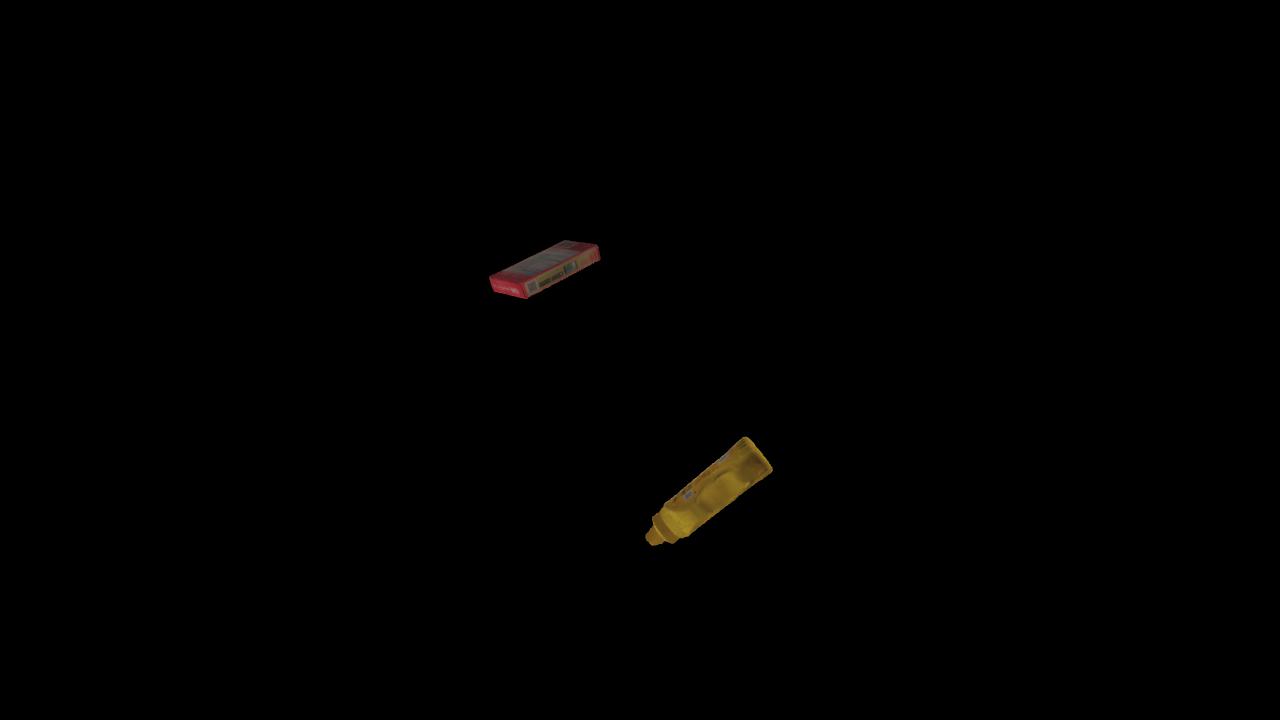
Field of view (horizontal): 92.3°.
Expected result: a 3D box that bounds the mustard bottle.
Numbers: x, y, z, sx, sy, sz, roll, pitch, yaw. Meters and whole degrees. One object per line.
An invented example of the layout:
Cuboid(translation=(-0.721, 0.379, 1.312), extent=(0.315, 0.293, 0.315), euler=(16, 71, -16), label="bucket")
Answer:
Cuboid(translation=(0.081, 0.174, 0.780), extent=(0.184, 0.054, 0.092), euler=(-40, 3, 5), label="mustard bottle")

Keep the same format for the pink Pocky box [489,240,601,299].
Cuboid(translation=(-0.143, -0.140, 0.937), extent=(0.084, 0.029, 0.155), euler=(16, 39, 42), label="pink Pocky box")
